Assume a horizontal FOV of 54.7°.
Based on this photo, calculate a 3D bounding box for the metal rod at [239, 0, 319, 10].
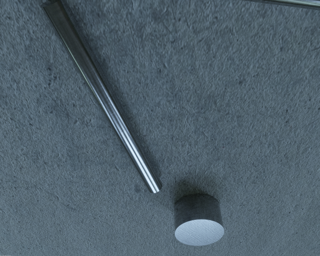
[{"bbox_3d":[0.166,-0.126,0.301,0.302,0.025,0.025,5,130,-5],"label":"metal rod"}]

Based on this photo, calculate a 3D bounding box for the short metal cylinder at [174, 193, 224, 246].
[{"bbox_3d":[0.064,0.156,0.524,0.081,0.050,0.079,0,130,0],"label":"short metal cylinder"}]

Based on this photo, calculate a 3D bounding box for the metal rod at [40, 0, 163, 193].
[{"bbox_3d":[-0.056,-0.016,0.393,0.025,0.025,0.299,-15,129,12],"label":"metal rod"}]
